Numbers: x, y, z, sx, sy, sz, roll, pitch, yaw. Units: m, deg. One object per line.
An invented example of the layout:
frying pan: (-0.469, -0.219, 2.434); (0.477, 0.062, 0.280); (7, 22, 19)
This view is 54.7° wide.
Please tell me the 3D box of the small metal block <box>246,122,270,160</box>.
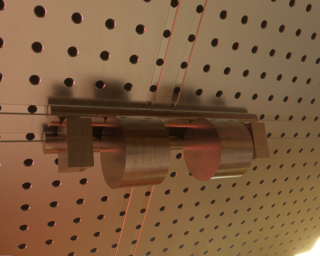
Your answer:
small metal block: (0.127, 0.022, 0.449); (0.025, 0.050, 0.050); (1, 77, -28)

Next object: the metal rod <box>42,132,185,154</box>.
metal rod: (0.001, 0.018, 0.423); (0.303, 0.025, 0.025); (1, 118, -29)

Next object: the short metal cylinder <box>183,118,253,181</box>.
short metal cylinder: (0.073, 0.027, 0.404); (0.050, 0.080, 0.079); (1, 118, -29)

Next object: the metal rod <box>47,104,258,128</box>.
metal rod: (0.012, -0.012, 0.410); (0.303, 0.025, 0.025); (1, 118, -29)

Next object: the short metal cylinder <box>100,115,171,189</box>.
short metal cylinder: (-0.030, 0.026, 0.347); (0.050, 0.080, 0.079); (1, 118, -29)

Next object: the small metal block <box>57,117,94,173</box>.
small metal block: (-0.091, 0.020, 0.329); (0.025, 0.050, 0.050); (1, 76, -29)
